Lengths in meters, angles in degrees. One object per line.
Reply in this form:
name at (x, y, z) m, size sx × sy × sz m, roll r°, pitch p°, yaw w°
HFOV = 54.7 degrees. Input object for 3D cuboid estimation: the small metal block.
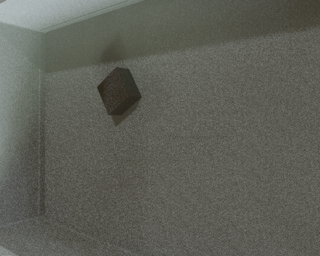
small metal block at (-0.060, -0.053, 0.454) m, size 0.050 × 0.025 × 0.050 m, roll -38°, pitch 67°, yaw 33°
